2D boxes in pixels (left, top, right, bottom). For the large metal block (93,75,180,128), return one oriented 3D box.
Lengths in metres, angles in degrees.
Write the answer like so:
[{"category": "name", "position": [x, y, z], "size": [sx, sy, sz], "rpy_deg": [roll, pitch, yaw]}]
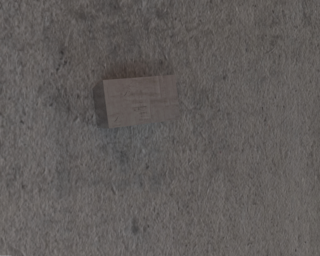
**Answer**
[{"category": "large metal block", "position": [-0.031, -0.030, 0.368], "size": [0.081, 0.080, 0.050], "rpy_deg": [-8, 93, -20]}]
